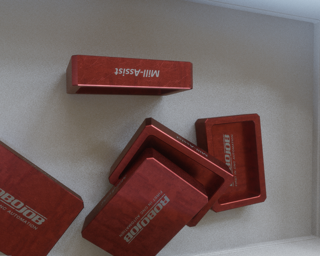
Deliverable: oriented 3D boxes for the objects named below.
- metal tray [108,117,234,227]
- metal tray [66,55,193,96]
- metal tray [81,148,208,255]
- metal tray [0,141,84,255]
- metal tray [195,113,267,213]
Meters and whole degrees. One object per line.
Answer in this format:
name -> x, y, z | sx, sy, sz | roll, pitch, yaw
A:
metal tray -> 0.014, 0.058, 0.389 | 0.130, 0.030, 0.090 | 32, 105, -13
metal tray -> -0.039, -0.057, 0.362 | 0.131, 0.090, 0.030 | -1, 91, -20
metal tray -> -0.019, 0.098, 0.370 | 0.090, 0.030, 0.130 | 38, 103, -14
metal tray -> -0.165, 0.083, 0.347 | 0.130, 0.030, 0.090 | 40, 77, -16
metal tray -> 0.103, 0.047, 0.447 | 0.091, 0.030, 0.129 | -6, 92, -20
